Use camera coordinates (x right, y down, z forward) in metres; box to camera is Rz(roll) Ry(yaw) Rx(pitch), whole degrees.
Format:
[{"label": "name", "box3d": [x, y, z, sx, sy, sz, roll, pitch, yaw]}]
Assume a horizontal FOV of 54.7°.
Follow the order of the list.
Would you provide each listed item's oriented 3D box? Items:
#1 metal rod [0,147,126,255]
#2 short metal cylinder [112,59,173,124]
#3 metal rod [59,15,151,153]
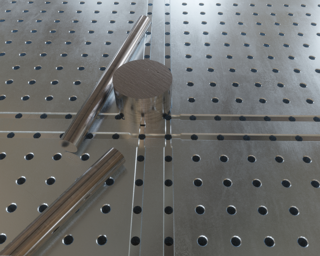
[{"label": "metal rod", "box3d": [-0.142, 0.125, 0.300, 0.025, 0.025, 0.301, 30, 56, 22]}, {"label": "short metal cylinder", "box3d": [-0.023, -0.051, 0.434, 0.081, 0.050, 0.080, 0, 50, 0]}, {"label": "metal rod", "box3d": [-0.072, -0.087, 0.479, 0.025, 0.025, 0.300, 13, 51, 10]}]
